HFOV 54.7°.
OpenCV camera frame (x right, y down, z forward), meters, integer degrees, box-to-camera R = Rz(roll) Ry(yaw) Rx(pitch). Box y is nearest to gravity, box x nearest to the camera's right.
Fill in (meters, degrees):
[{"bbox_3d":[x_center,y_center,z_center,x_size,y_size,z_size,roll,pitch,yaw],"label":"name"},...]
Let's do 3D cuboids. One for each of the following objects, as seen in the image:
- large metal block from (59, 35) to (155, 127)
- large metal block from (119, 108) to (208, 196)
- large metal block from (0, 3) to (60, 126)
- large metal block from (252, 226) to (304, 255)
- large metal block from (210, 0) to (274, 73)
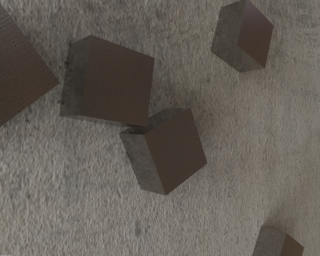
[{"bbox_3d":[-0.057,-0.046,0.342,0.081,0.050,0.080,10,83,-40],"label":"large metal block"},{"bbox_3d":[0.006,0.027,0.396,0.081,0.050,0.080,-31,109,-36],"label":"large metal block"},{"bbox_3d":[-0.150,-0.046,0.263,0.080,0.050,0.080,-47,119,-30],"label":"large metal block"},{"bbox_3d":[0.217,0.240,0.575,0.080,0.050,0.080,40,66,-33],"label":"large metal block"},{"bbox_3d":[0.135,-0.147,0.504,0.080,0.050,0.080,24,75,-38],"label":"large metal block"}]
